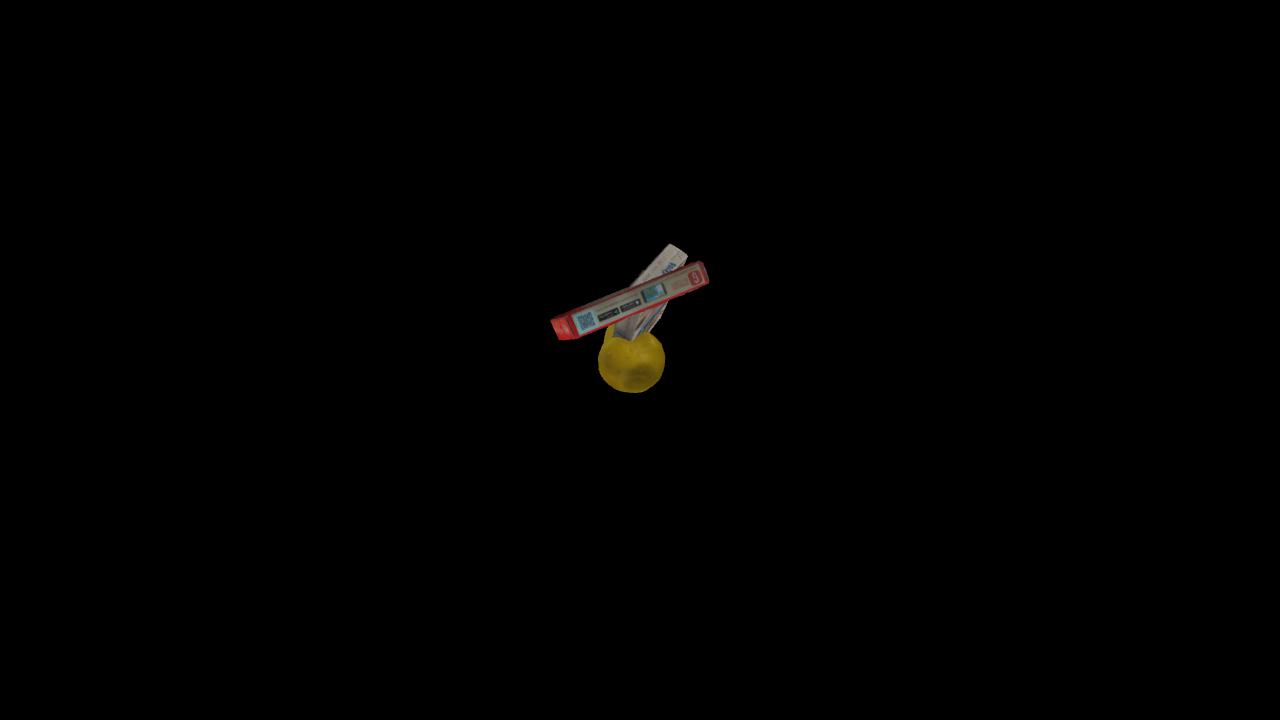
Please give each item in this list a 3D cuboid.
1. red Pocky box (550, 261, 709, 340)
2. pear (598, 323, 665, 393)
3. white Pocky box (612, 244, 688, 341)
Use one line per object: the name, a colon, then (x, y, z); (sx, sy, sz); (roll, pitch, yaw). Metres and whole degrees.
red Pocky box: (-0.012, -0.060, 0.639); (0.155, 0.028, 0.083); (-24, 9, -16)
pear: (-0.014, -0.015, 0.736); (0.080, 0.111, 0.080); (-7, -41, -7)
white Pocky box: (0.005, -0.060, 0.698); (0.028, 0.084, 0.154); (36, -23, 6)
